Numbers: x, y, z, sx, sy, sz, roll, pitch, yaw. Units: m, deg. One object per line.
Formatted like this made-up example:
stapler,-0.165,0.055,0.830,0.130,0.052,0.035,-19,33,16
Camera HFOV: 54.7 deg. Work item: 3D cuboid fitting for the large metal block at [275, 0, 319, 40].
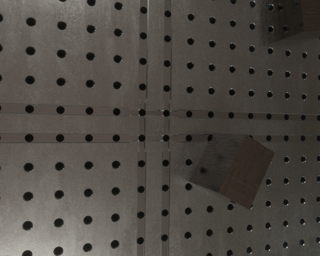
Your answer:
large metal block,0.234,-0.186,0.488,0.081,0.050,0.079,-9,93,-20

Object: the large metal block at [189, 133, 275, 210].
large metal block,0.095,0.054,0.420,0.050,0.080,0.080,31,80,-18
